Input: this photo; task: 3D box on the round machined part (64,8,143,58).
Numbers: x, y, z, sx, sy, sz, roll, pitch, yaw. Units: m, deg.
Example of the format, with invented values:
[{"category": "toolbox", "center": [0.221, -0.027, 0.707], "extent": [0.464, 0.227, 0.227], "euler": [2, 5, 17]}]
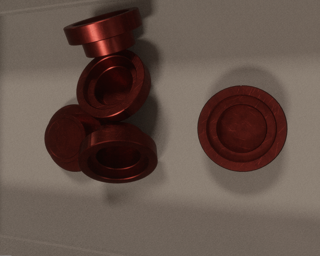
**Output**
[{"category": "round machined part", "center": [-0.070, -0.122, 0.403], "extent": [0.098, 0.098, 0.042], "euler": [-6, 117, 19]}]

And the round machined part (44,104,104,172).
[{"category": "round machined part", "center": [-0.124, 0.014, 0.444], "extent": [0.098, 0.042, 0.097], "euler": [0, 90, 19]}]

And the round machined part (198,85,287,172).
[{"category": "round machined part", "center": [0.097, 0.000, 0.367], "extent": [0.098, 0.042, 0.097], "euler": [0, 90, 19]}]

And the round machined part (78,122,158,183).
[{"category": "round machined part", "center": [-0.054, 0.029, 0.400], "extent": [0.098, 0.098, 0.042], "euler": [-22, 48, 18]}]

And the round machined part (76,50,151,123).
[{"category": "round machined part", "center": [-0.057, -0.051, 0.410], "extent": [0.098, 0.042, 0.098], "euler": [-8, 67, 19]}]
